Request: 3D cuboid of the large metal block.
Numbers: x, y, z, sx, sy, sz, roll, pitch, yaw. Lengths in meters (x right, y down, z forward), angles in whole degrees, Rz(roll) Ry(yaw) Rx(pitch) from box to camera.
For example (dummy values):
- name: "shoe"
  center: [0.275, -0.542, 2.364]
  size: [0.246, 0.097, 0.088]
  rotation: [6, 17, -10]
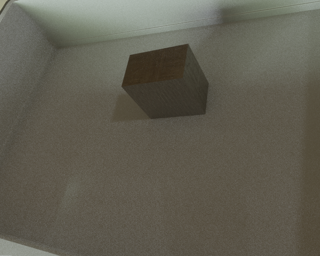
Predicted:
- name: "large metal block"
  center: [0.010, -0.056, 0.400]
  size: [0.080, 0.080, 0.050]
  rotation: [-4, 60, 26]
